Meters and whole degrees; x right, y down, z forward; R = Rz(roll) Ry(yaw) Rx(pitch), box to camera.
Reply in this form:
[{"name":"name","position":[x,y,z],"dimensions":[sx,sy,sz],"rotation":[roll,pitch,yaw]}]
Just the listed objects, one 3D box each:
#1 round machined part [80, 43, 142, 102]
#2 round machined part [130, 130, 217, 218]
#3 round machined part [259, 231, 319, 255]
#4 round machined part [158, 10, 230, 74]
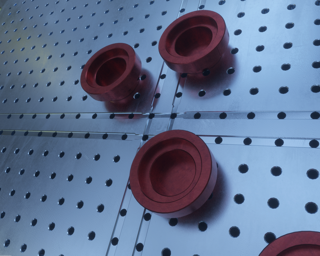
[{"name":"round machined part","position":[-0.072,-0.082,0.487],"dimensions":[0.098,0.042,0.098],"rotation":[-13,56,21]},{"name":"round machined part","position":[0.018,0.054,0.355],"dimensions":[0.098,0.042,0.098],"rotation":[-13,56,21]},{"name":"round machined part","position":[0.125,0.137,0.248],"dimensions":[0.098,0.042,0.098],"rotation":[-13,56,21]},{"name":"round machined part","position":[0.051,-0.117,0.443],"dimensions":[0.098,0.042,0.098],"rotation":[-13,56,21]}]
